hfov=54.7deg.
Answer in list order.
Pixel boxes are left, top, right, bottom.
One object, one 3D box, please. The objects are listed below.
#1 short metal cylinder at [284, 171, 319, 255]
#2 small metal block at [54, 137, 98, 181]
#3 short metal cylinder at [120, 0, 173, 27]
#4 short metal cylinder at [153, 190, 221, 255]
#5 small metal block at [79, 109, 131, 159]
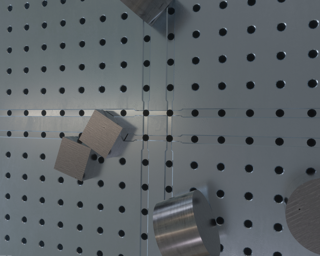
[{"bbox_3d":[0.179,0.090,0.336,0.080,0.050,0.079,0,90,20],"label":"short metal cylinder"},{"bbox_3d":[-0.122,0.044,0.455,0.050,0.025,0.050,20,97,19],"label":"small metal block"},{"bbox_3d":[-0.026,-0.175,0.392,0.080,0.080,0.050,45,104,14],"label":"short metal cylinder"},{"bbox_3d":[0.033,0.120,0.372,0.050,0.080,0.080,-22,83,19],"label":"short metal cylinder"},{"bbox_3d":[-0.078,0.008,0.440,0.050,0.025,0.050,33,100,17],"label":"small metal block"}]
